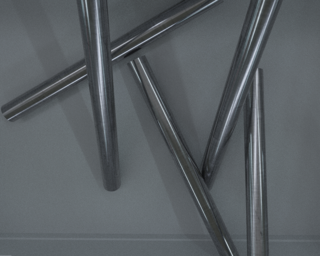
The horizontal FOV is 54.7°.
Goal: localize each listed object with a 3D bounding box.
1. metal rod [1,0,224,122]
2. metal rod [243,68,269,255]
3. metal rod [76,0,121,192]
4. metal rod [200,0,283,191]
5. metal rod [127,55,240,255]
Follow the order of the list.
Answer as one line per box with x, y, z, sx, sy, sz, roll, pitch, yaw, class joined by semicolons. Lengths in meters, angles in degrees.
-0.065;-0.087;0.378;0.301;0.025;0.025;-27;108;9;metal rod
0.117;0.077;0.375;0.025;0.025;0.298;0;85;0;metal rod
-0.062;-0.025;0.337;0.025;0.025;0.298;3;135;-1;metal rod
0.077;-0.024;0.339;0.025;0.025;0.298;5;135;-2;metal rod
0.035;0.048;0.406;0.025;0.025;0.299;-24;100;8;metal rod
